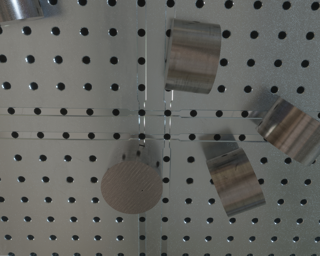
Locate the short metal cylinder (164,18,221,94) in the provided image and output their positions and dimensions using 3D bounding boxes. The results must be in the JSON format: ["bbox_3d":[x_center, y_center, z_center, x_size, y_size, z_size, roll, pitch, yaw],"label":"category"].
[{"bbox_3d":[0.035,-0.081,0.355,0.050,0.080,0.079,7,110,-3],"label":"short metal cylinder"}]

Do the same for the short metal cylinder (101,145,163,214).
[{"bbox_3d":[-0.037,0.070,0.425,0.081,0.050,0.079,0,110,-1],"label":"short metal cylinder"}]

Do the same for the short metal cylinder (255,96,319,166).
[{"bbox_3d":[0.168,0.003,0.388,0.080,0.080,0.050,29,107,-11],"label":"short metal cylinder"}]

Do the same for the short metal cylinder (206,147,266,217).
[{"bbox_3d":[0.100,0.071,0.412,0.050,0.080,0.080,-22,109,8],"label":"short metal cylinder"}]

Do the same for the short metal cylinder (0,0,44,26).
[{"bbox_3d":[-0.172,-0.138,0.331,0.080,0.080,0.050,-10,110,3],"label":"short metal cylinder"}]
